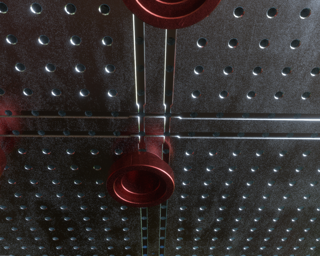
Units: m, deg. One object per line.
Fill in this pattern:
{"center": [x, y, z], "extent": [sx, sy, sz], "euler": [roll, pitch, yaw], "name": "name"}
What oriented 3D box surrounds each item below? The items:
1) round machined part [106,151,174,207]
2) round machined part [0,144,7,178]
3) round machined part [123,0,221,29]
{"center": [-0.028, 0.073, 0.462], "extent": [0.099, 0.042, 0.097], "euler": [-1, 130, 0], "name": "round machined part"}
{"center": [-0.263, 0.035, 0.427], "extent": [0.099, 0.042, 0.097], "euler": [-1, 130, 0], "name": "round machined part"}
{"center": [0.010, -0.144, 0.278], "extent": [0.099, 0.042, 0.097], "euler": [-1, 130, 0], "name": "round machined part"}
